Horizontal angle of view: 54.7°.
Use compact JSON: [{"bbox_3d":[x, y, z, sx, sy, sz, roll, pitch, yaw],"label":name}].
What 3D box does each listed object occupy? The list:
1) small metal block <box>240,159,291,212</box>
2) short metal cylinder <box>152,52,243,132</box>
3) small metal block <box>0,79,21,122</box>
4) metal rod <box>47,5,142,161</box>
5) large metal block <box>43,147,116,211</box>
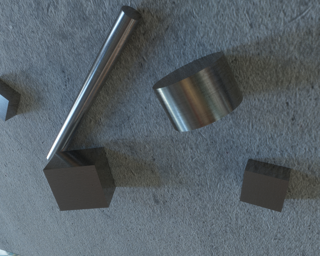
[{"bbox_3d":[0.129,0.071,0.382,0.050,0.025,0.050,12,124,21],"label":"small metal block"},{"bbox_3d":[0.039,-0.039,0.326,0.080,0.080,0.050,-17,110,34],"label":"short metal cylinder"},{"bbox_3d":[-0.264,-0.047,0.513,0.050,0.025,0.050,37,129,3],"label":"small metal block"},{"bbox_3d":[-0.106,-0.039,0.436,0.025,0.025,0.298,40,129,0],"label":"metal rod"},{"bbox_3d":[-0.123,0.081,0.488,0.080,0.050,0.079,-7,117,10],"label":"large metal block"}]
